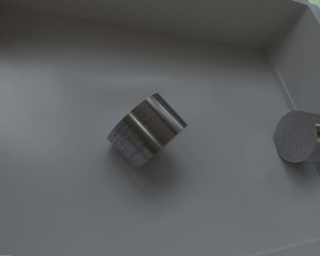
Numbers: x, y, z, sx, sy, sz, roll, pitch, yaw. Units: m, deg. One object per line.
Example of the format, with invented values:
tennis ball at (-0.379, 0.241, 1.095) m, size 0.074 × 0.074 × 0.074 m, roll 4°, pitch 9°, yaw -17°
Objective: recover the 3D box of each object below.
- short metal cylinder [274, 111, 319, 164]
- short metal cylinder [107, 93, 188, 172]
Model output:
short metal cylinder at (0.228, 0.015, 0.483) m, size 0.050 × 0.080 × 0.080 m, roll 7°, pitch 59°, yaw -25°
short metal cylinder at (-0.014, 0.005, 0.360) m, size 0.050 × 0.080 × 0.080 m, roll 47°, pitch 51°, yaw 4°
